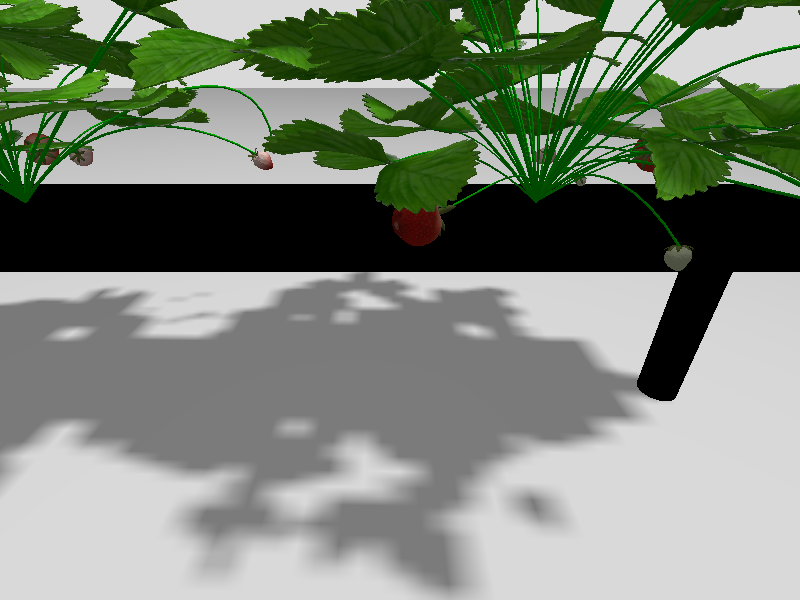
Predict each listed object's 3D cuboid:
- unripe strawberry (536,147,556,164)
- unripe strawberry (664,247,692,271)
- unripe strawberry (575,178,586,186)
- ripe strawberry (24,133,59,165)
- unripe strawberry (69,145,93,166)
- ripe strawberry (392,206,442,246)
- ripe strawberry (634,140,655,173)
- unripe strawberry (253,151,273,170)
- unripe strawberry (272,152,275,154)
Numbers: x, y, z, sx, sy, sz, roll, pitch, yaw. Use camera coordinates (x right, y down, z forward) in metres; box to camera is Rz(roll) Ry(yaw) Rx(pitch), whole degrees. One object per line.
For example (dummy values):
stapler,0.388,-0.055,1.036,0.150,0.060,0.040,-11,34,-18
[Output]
unripe strawberry,0.178,-0.176,0.489,0.024,0.021,0.024,10,6,17
unripe strawberry,0.161,-0.024,0.232,0.013,0.014,0.013,-8,12,-14
unripe strawberry,0.184,-0.121,0.409,0.011,0.010,0.010,26,-20,38
ripe strawberry,-0.437,-0.185,0.489,0.032,0.037,0.035,-18,33,-28
unripe strawberry,-0.388,-0.177,0.489,0.024,0.026,0.027,-10,17,-17
ripe strawberry,0.009,-0.051,0.256,0.033,0.035,0.031,-25,38,-36
ripe strawberry,0.297,-0.172,0.461,0.049,0.047,0.045,-20,35,-32
unripe strawberry,-0.158,-0.161,0.465,0.023,0.020,0.023,32,0,43
unripe strawberry,-0.163,-0.195,0.518,0.010,0.011,0.011,23,37,34
